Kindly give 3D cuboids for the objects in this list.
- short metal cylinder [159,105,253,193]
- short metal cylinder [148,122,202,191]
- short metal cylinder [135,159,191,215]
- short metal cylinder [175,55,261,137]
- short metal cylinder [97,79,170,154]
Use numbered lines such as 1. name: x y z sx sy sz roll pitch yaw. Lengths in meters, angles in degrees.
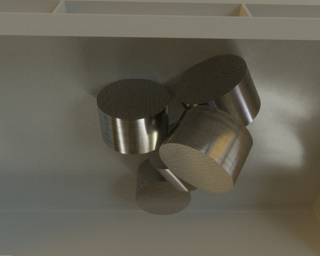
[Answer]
1. short metal cylinder: 0.046 0.022 0.315 0.080 0.050 0.080 25 151 15
2. short metal cylinder: 0.032 0.035 0.403 0.080 0.080 0.050 -26 126 20
3. short metal cylinder: 0.005 0.087 0.467 0.081 0.050 0.079 0 130 0
4. short metal cylinder: 0.064 -0.036 0.343 0.080 0.080 0.050 -22 127 17
5. short metal cylinder: -0.030 -0.015 0.360 0.081 0.080 0.050 0 130 -1
